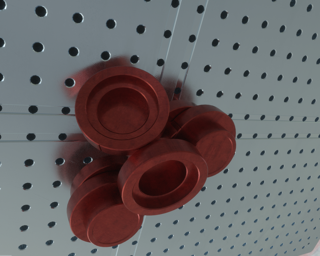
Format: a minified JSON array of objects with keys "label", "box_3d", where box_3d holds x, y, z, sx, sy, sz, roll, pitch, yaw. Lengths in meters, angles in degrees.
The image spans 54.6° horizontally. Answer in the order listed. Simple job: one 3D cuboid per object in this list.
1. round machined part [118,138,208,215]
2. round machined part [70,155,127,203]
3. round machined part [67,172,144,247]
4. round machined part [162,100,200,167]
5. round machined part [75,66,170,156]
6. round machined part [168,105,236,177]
[{"label":"round machined part","box_3d":[0.000,0.050,0.347,0.099,0.042,0.097,-13,131,-15]},{"label":"round machined part","box_3d":[-0.059,0.086,0.393,0.099,0.042,0.097,-14,124,-21]},{"label":"round machined part","box_3d":[-0.059,0.105,0.377,0.099,0.042,0.097,-14,124,-21]},{"label":"round machined part","box_3d":[0.026,0.017,0.397,0.099,0.042,0.097,-14,124,-21]},{"label":"round machined part","box_3d":[-0.040,-0.016,0.343,0.099,0.098,0.042,-25,163,-13]},{"label":"round machined part","box_3d":[0.055,0.023,0.388,0.099,0.042,0.097,-14,124,-21]}]
